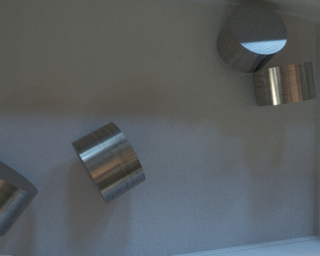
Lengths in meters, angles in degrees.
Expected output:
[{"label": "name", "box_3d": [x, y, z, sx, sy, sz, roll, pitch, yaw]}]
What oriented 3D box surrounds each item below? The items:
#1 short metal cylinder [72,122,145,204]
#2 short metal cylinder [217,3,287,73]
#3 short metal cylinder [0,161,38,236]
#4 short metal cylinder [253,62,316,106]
[{"label": "short metal cylinder", "box_3d": [-0.060, 0.040, 0.359, 0.050, 0.080, 0.080, -30, 100, -17]}, {"label": "short metal cylinder", "box_3d": [0.126, -0.124, 0.430, 0.081, 0.050, 0.080, 4, 71, -10]}, {"label": "short metal cylinder", "box_3d": [-0.175, 0.065, 0.317, 0.080, 0.080, 0.050, 39, 78, -16]}, {"label": "short metal cylinder", "box_3d": [0.178, -0.062, 0.447, 0.081, 0.080, 0.050, -10, 94, -20]}]
